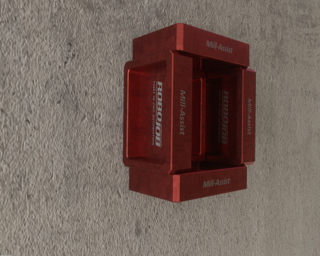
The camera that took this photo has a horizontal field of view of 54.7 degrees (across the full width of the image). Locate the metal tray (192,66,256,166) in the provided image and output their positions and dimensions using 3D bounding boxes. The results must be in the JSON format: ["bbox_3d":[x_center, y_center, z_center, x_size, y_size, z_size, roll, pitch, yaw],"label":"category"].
[{"bbox_3d":[0.088,-0.015,0.439,0.030,0.090,0.129,1,89,-40],"label":"metal tray"}]

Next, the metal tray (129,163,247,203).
[{"bbox_3d":[0.038,0.064,0.397,0.131,0.090,0.030,1,90,-40],"label":"metal tray"}]

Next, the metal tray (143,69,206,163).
[{"bbox_3d":[0.021,-0.017,0.423,0.091,0.030,0.129,1,89,-40],"label":"metal tray"}]

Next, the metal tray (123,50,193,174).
[{"bbox_3d":[-0.005,-0.017,0.360,0.030,0.090,0.129,1,89,-40],"label":"metal tray"}]

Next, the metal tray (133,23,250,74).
[{"bbox_3d":[0.042,-0.096,0.400,0.131,0.090,0.030,1,90,-40],"label":"metal tray"}]
